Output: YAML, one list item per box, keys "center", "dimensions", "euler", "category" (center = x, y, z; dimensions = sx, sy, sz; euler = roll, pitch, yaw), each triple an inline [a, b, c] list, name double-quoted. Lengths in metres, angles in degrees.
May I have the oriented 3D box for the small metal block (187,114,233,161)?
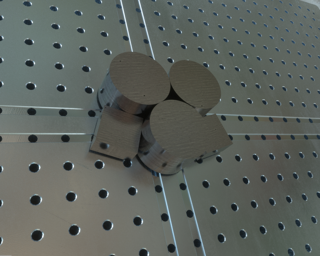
- center: [0.065, 0.012, 0.432]
  dimensions: [0.050, 0.025, 0.050]
  euler: [-15, 70, -34]
  category: "small metal block"

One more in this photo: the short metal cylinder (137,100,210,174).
- center: [0.014, 0.012, 0.388]
  dimensions: [0.081, 0.050, 0.080]
  euler: [14, 56, -21]
  category: "short metal cylinder"

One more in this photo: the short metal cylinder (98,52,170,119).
- center: [-0.034, -0.051, 0.401]
  dimensions: [0.081, 0.050, 0.080]
  euler: [14, 56, -21]
  category: "short metal cylinder"

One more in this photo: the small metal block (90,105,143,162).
- center: [-0.051, 0.007, 0.372]
  dimensions: [0.050, 0.025, 0.050]
  euler: [19, 54, -17]
  category: "small metal block"

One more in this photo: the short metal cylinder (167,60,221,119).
- center: [0.038, -0.049, 0.438]
  dimensions: [0.081, 0.050, 0.080]
  euler: [14, 56, -21]
  category: "short metal cylinder"
